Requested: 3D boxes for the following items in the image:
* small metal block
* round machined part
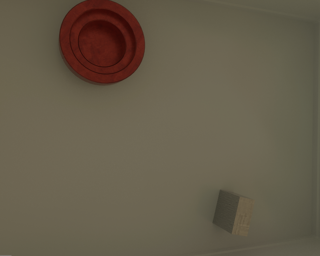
[{"bbox_3d":[0.103,0.119,0.437,0.025,0.050,0.050,16,85,-20],"label":"small metal block"},{"bbox_3d":[-0.071,-0.100,0.376,0.099,0.042,0.097,0,90,-21],"label":"round machined part"}]
